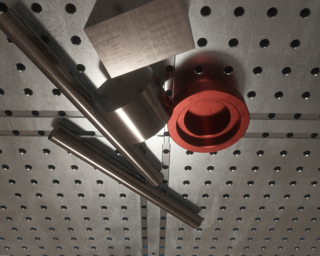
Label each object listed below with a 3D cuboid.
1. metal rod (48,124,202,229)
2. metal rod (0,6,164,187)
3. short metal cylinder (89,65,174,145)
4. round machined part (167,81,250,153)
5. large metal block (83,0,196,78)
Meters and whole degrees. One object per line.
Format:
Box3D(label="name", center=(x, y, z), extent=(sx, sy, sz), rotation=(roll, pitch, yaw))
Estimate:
Box3D(label="metal rod", center=(-0.038, 0.087, 0.484), extent=(0.025, 0.025, 0.301), rotation=(-36, 122, 26))
Box3D(label="metal rod", center=(-0.081, -0.017, 0.395), extent=(0.025, 0.025, 0.300), rotation=(-25, 126, 19))
Box3D(label="short metal cylinder", center=(-0.032, -0.027, 0.352), extent=(0.080, 0.080, 0.050), rotation=(-22, 127, 17))
Box3D(label="round machined part", center=(0.058, -0.018, 0.386), extent=(0.099, 0.042, 0.097), rotation=(-1, 130, 0))
Box3D(label="large metal block", center=(-0.016, -0.100, 0.290), extent=(0.080, 0.080, 0.050), rotation=(-17, 128, 13))
